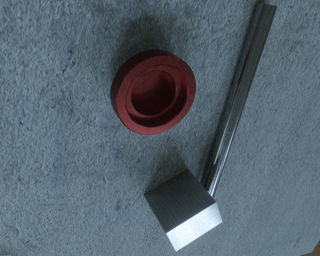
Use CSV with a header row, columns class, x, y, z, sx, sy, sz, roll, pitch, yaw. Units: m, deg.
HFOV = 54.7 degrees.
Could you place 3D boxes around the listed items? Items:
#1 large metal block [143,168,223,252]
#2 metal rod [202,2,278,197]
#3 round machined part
class,x,y,z,sx,sy,sz,roll,pitch,yaw
large metal block,0.033,0.120,0.464,0.080,0.080,0.050,-29,128,-10
metal rod,0.107,-0.023,0.450,0.025,0.025,0.298,-3,120,-27
round machined part,-0.011,-0.044,0.363,0.099,0.042,0.097,-14,124,-21
